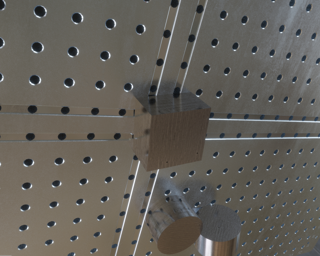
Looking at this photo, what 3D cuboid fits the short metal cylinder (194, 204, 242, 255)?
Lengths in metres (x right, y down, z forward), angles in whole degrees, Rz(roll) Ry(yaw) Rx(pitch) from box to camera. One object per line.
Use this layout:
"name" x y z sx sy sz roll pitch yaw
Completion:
"short metal cylinder" 0.099 0.181 0.541 0.081 0.080 0.050 -16 125 -20

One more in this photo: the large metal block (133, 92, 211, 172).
"large metal block" 0.013 0.003 0.404 0.081 0.050 0.079 -9 122 -24

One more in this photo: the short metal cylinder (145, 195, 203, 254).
"short metal cylinder" 0.022 0.157 0.504 0.081 0.050 0.079 -14 124 -21
